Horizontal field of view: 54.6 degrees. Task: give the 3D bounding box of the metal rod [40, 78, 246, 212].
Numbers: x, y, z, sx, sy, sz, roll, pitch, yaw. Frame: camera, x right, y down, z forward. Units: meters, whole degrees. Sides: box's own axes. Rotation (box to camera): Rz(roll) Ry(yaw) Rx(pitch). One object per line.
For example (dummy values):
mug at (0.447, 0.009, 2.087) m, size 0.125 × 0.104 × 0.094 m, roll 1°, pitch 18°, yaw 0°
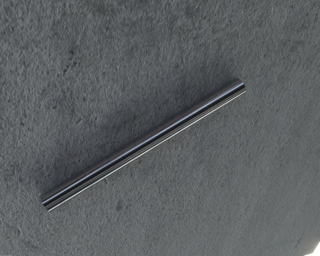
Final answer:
metal rod at (-0.015, 0.018, 0.411) m, size 0.301 × 0.025 × 0.025 m, roll -31°, pitch 129°, yaw -8°
